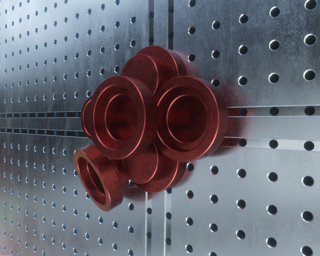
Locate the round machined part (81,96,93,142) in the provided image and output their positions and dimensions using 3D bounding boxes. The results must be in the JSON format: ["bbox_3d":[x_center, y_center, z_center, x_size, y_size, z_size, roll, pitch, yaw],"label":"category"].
[{"bbox_3d":[-0.082,-0.015,0.467,0.098,0.042,0.097,0,90,40],"label":"round machined part"}]

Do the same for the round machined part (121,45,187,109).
[{"bbox_3d":[-0.015,-0.061,0.412,0.098,0.042,0.097,0,90,40],"label":"round machined part"}]

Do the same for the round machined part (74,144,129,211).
[{"bbox_3d":[-0.081,0.067,0.450,0.098,0.042,0.097,34,137,38],"label":"round machined part"}]

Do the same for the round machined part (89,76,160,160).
[{"bbox_3d":[-0.040,-0.012,0.376,0.098,0.042,0.097,0,90,40],"label":"round machined part"}]

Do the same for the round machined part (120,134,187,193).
[{"bbox_3d":[-0.015,0.037,0.412,0.098,0.042,0.097,0,90,40],"label":"round machined part"}]

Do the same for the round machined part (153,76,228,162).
[{"bbox_3d":[0.037,-0.011,0.368,0.098,0.042,0.097,0,90,40],"label":"round machined part"}]
